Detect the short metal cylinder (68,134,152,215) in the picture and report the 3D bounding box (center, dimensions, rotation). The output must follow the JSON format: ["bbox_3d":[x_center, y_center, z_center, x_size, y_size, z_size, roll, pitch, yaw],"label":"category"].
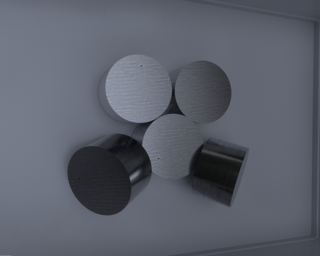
[{"bbox_3d":[-0.056,0.051,0.354,0.050,0.080,0.080,-32,105,-63],"label":"short metal cylinder"}]

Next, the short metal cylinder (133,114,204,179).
[{"bbox_3d":[0.008,0.022,0.398,0.081,0.050,0.079,0,90,-21],"label":"short metal cylinder"}]

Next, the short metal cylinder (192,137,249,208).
[{"bbox_3d":[0.080,0.057,0.404,0.050,0.080,0.080,17,83,20],"label":"short metal cylinder"}]

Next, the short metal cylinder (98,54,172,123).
[{"bbox_3d":[-0.032,-0.046,0.383,0.081,0.050,0.079,0,90,-21],"label":"short metal cylinder"}]

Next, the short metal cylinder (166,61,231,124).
[{"bbox_3d":[0.047,-0.046,0.414,0.081,0.050,0.079,0,90,-21],"label":"short metal cylinder"}]
